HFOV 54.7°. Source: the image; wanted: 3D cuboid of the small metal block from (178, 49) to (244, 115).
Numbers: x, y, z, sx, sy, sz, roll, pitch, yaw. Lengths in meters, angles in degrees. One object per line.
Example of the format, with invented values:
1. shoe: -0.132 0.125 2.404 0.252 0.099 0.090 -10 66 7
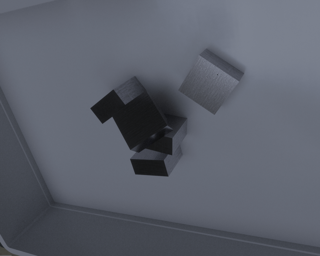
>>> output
1. small metal block: 0.057 -0.051 0.347 0.050 0.025 0.050 35 129 5

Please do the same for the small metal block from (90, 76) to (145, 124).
1. small metal block: -0.053 -0.036 0.397 0.050 0.050 0.025 -31 99 38

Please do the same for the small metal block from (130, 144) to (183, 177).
1. small metal block: -0.004 0.039 0.419 0.050 0.050 0.025 -1 118 29

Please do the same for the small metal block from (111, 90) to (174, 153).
1. small metal block: -0.021 -0.007 0.362 0.050 0.025 0.050 -34 70 9

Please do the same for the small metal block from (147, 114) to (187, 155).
1. small metal block: 0.002 0.005 0.394 0.050 0.050 0.025 13 124 21
